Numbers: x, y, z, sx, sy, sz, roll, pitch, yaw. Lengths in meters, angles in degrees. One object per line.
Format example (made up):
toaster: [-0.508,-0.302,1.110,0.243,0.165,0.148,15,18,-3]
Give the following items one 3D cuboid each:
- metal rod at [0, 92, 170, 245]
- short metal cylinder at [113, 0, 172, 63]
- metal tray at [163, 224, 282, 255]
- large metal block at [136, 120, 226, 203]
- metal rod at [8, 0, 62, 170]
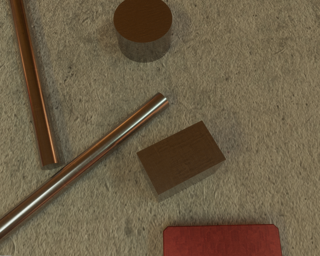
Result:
metal rod: [-0.108,0.055,0.386,0.301,0.025,0.025,-40,75,-14]
short metal cylinder: [-0.023,-0.142,0.446,0.081,0.050,0.080,0,70,0]
metal tray: [0.070,0.157,0.349,0.131,0.030,0.090,-1,70,-1]
large metal block: [0.022,0.043,0.364,0.080,0.080,0.050,-26,73,-9]
metal rod: [-0.182,-0.085,0.436,0.025,0.025,0.299,-17,71,-6]
